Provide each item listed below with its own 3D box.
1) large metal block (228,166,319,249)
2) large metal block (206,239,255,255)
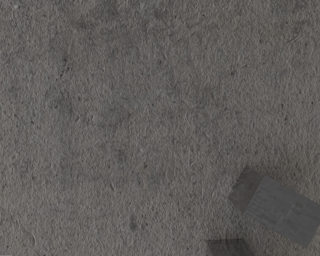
[{"bbox_3d":[0.140,0.093,0.383,0.080,0.080,0.050,28,90,0],"label":"large metal block"},{"bbox_3d":[0.090,0.192,0.383,0.050,0.080,0.080,-2,90,0],"label":"large metal block"}]
